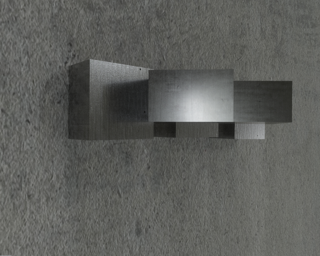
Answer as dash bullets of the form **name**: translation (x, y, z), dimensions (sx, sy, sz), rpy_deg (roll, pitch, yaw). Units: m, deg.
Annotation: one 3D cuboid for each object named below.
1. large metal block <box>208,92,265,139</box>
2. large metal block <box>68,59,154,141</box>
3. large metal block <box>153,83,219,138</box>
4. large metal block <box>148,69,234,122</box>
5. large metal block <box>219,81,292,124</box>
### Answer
- **large metal block**: translation (0.124, -0.023, 0.497), dimensions (0.081, 0.050, 0.079), rpy_deg (2, 89, -40)
- **large metal block**: translation (-0.054, -0.028, 0.346), dimensions (0.081, 0.050, 0.079), rpy_deg (0, 90, -40)
- **large metal block**: translation (0.034, -0.028, 0.421), dimensions (0.081, 0.050, 0.079), rpy_deg (1, 90, -40)
- **large metal block**: translation (0.032, -0.031, 0.334), dimensions (0.080, 0.080, 0.050), rpy_deg (-11, 101, -85)
- **large metal block**: translation (0.121, -0.031, 0.412), dimensions (0.080, 0.080, 0.050), rpy_deg (1, 89, 4)
